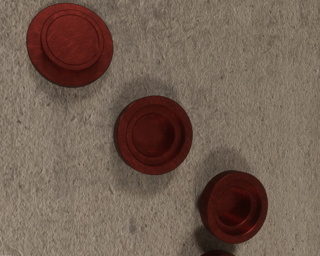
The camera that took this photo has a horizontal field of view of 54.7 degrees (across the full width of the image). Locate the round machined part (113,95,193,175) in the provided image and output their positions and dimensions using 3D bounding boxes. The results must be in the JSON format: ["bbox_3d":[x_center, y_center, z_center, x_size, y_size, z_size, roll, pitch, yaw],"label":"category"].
[{"bbox_3d":[-0.011,0.009,0.397,0.099,0.042,0.097,0,90,-21],"label":"round machined part"}]

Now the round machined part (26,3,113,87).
[{"bbox_3d":[-0.103,-0.098,0.362,0.099,0.042,0.097,0,90,-21],"label":"round machined part"}]

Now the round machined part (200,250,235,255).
[{"bbox_3d":[0.075,0.217,0.430,0.099,0.042,0.097,0,90,-21],"label":"round machined part"}]

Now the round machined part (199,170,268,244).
[{"bbox_3d":[0.099,0.108,0.438,0.099,0.042,0.097,0,90,-21],"label":"round machined part"}]
